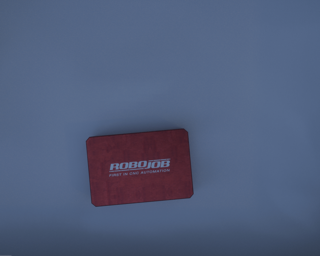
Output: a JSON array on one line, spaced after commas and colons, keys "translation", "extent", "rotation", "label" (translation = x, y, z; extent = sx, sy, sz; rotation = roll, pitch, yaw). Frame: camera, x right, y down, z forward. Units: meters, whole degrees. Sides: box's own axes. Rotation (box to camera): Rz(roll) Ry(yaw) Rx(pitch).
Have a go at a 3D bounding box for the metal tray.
[{"translation": [-0.026, 0.050, 0.409], "extent": [0.131, 0.030, 0.089], "rotation": [-5, 90, -1], "label": "metal tray"}]
